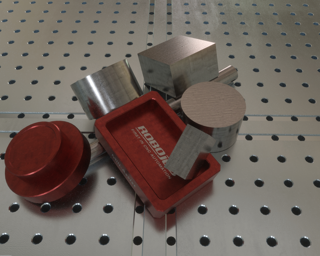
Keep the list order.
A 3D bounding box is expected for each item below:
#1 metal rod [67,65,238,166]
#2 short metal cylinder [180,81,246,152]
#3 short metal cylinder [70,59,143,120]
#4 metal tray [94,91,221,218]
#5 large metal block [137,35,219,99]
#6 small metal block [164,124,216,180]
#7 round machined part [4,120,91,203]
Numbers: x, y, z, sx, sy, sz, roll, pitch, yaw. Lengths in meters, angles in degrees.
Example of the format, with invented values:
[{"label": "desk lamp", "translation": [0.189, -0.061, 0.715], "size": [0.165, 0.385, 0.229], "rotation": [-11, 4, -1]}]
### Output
[{"label": "metal rod", "translation": [-0.008, -0.014, 0.421], "size": [0.302, 0.025, 0.025], "rotation": [-31, 57, -23]}, {"label": "short metal cylinder", "translation": [0.066, -0.015, 0.404], "size": [0.081, 0.050, 0.080], "rotation": [0, 50, 0]}, {"label": "short metal cylinder", "translation": [-0.069, -0.051, 0.407], "size": [0.080, 0.050, 0.080], "rotation": [-24, 12, 6]}, {"label": "metal tray", "translation": [-0.005, 0.026, 0.364], "size": [0.091, 0.030, 0.130], "rotation": [-31, 69, -23]}, {"label": "large metal block", "translation": [0.027, -0.093, 0.455], "size": [0.081, 0.050, 0.080], "rotation": [-30, 37, -23]}, {"label": "small metal block", "translation": [0.034, 0.027, 0.331], "size": [0.025, 0.050, 0.050], "rotation": [29, 91, 20]}, {"label": "round machined part", "translation": [-0.133, 0.031, 0.352], "size": [0.098, 0.042, 0.098], "rotation": [-8, 55, 13]}]
